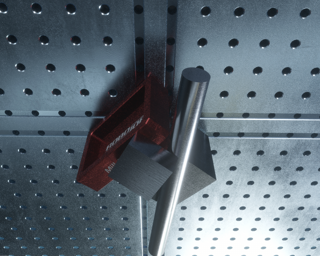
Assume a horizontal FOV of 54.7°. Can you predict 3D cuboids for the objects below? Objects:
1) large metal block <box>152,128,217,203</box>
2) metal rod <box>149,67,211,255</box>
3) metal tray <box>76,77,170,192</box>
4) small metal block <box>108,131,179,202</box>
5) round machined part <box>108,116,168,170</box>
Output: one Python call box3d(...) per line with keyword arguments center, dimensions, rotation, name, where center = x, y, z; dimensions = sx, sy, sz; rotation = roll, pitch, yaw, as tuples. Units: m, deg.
box3d(center=(0.022, 0.047, 0.412), dimensions=(0.050, 0.080, 0.080), rotation=(36, 121, -27), name="large metal block")
box3d(center=(0.013, 0.066, 0.363), dimensions=(0.025, 0.025, 0.298), rotation=(5, 130, -5), name="metal rod")
box3d(center=(-0.045, 0.008, 0.375), dimensions=(0.030, 0.090, 0.130), rotation=(36, 121, -27), name="metal tray")
box3d(center=(-0.017, 0.040, 0.317), dimensions=(0.050, 0.025, 0.050), rotation=(33, 123, -3), name="small metal block")
box3d(center=(-0.022, 0.027, 0.392), dimensions=(0.042, 0.098, 0.098), rotation=(35, 122, -26), name="round machined part")
